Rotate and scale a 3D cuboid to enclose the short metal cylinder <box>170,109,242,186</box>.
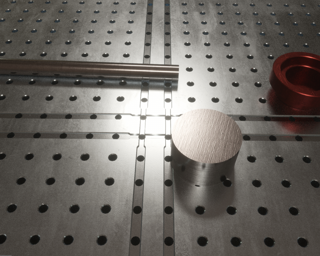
[{"bbox_3d":[0.054,0.023,0.373,0.081,0.050,0.080,0,50,0],"label":"short metal cylinder"}]

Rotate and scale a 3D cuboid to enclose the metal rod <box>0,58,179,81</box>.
[{"bbox_3d":[-0.122,-0.091,0.482,0.302,0.025,0.025,2,50,1],"label":"metal rod"}]

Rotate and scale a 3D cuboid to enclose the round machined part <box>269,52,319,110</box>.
[{"bbox_3d":[0.210,-0.065,0.454,0.099,0.042,0.098,0,50,0],"label":"round machined part"}]
